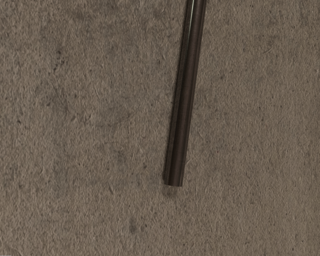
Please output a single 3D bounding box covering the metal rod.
[{"bbox_3d":[0.038,-0.071,0.424,0.025,0.025,0.298,9,87,-20],"label":"metal rod"}]
